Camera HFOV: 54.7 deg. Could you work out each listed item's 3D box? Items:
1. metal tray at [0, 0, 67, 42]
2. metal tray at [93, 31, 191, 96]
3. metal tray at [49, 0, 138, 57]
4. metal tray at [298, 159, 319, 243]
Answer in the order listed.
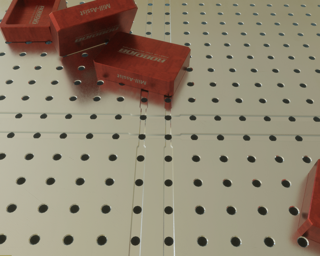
[{"bbox_3d":[-0.232,-0.211,0.578,0.091,0.030,0.130,-1,50,-2],"label":"metal tray"},{"bbox_3d":[-0.026,-0.105,0.492,0.130,0.030,0.090,16,52,13],"label":"metal tray"},{"bbox_3d":[-0.107,-0.166,0.501,0.131,0.090,0.030,-25,85,-20],"label":"metal tray"},{"bbox_3d":[0.225,0.094,0.328,0.130,0.030,0.090,20,53,16],"label":"metal tray"}]
